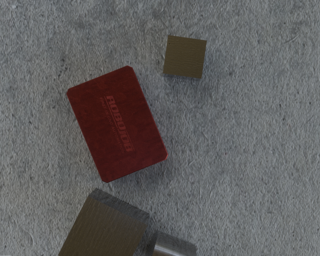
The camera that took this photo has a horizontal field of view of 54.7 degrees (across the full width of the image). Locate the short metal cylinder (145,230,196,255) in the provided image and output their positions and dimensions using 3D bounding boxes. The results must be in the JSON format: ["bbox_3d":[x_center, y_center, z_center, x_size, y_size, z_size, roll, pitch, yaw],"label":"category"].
[{"bbox_3d":[0.006,0.174,0.383,0.050,0.080,0.080,21,90,-1],"label":"short metal cylinder"}]

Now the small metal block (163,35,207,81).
[{"bbox_3d":[0.032,-0.092,0.410,0.050,0.025,0.050,8,90,-1],"label":"small metal block"}]

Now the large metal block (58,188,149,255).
[{"bbox_3d":[-0.069,0.135,0.397,0.080,0.050,0.080,26,90,-1],"label":"large metal block"}]

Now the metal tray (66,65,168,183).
[{"bbox_3d":[-0.054,-0.005,0.407,0.090,0.030,0.129,-22,90,-1],"label":"metal tray"}]
